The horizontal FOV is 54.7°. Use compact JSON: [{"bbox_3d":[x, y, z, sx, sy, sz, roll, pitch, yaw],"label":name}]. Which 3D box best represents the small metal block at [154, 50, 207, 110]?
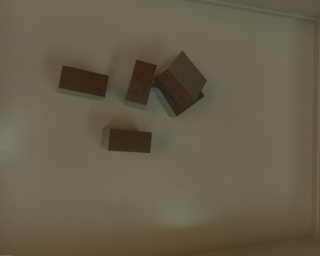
[{"bbox_3d":[0.027,-0.060,0.383,0.050,0.025,0.050,48,42,-14],"label":"small metal block"}]

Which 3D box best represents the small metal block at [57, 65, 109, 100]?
[{"bbox_3d":[-0.092,-0.051,0.364,0.050,0.050,0.025,10,87,-20],"label":"small metal block"}]

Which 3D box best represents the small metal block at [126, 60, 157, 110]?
[{"bbox_3d":[-0.024,-0.052,0.387,0.025,0.050,0.050,15,85,-5],"label":"small metal block"}]

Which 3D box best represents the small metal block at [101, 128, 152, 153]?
[{"bbox_3d":[-0.043,0.015,0.382,0.050,0.050,0.025,5,89,-20],"label":"small metal block"}]

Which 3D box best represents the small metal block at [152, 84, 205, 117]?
[{"bbox_3d":[0.024,-0.050,0.420,0.050,0.025,0.050,-36,102,-17],"label":"small metal block"}]
